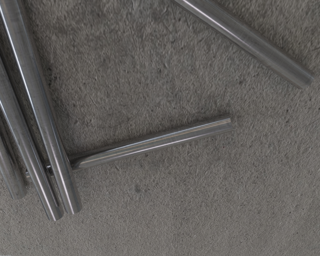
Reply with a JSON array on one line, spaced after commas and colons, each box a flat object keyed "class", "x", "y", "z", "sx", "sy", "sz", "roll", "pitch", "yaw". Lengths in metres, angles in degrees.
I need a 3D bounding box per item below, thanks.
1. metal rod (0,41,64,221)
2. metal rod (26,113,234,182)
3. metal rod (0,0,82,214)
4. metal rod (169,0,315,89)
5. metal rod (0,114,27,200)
[{"class": "metal rod", "x": -0.172, "y": 0.009, "z": 0.391, "sx": 0.025, "sy": 0.025, "sz": 0.298, "roll": -4, "pitch": 124, "yaw": 3}, {"class": "metal rod", "x": -0.050, "y": 0.030, "z": 0.432, "sx": 0.301, "sy": 0.025, "sz": 0.025, "roll": -15, "pitch": 129, "yaw": 12}, {"class": "metal rod", "x": -0.138, "y": -0.004, "z": 0.380, "sx": 0.025, "sy": 0.025, "sz": 0.298, "roll": -3, "pitch": 124, "yaw": 2}, {"class": "metal rod", "x": 0.043, "y": -0.119, "z": 0.306, "sx": 0.301, "sy": 0.025, "sz": 0.025, "roll": 27, "pitch": 125, "yaw": -21}, {"class": "metal rod", "x": -0.217, "y": -0.009, "z": 0.396, "sx": 0.025, "sy": 0.025, "sz": 0.298, "roll": 2, "pitch": 130, "yaw": -2}]
